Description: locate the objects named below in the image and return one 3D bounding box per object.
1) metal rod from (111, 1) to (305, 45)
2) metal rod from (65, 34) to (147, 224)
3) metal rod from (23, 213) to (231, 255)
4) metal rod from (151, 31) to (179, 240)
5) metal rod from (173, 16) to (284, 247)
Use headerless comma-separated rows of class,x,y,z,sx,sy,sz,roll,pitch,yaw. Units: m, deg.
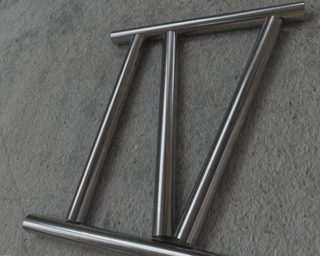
metal rod,0.054,-0.154,0.470,0.300,0.025,0.025,1,62,28
metal rod,-0.070,-0.015,0.448,0.025,0.025,0.300,1,62,28
metal rod,-0.040,0.130,0.344,0.300,0.025,0.025,1,62,28
metal rod,0.010,-0.012,0.405,0.025,0.025,0.299,-11,57,22
metal rod,0.088,-0.011,0.364,0.025,0.025,0.300,14,69,33
